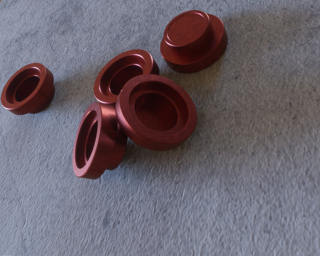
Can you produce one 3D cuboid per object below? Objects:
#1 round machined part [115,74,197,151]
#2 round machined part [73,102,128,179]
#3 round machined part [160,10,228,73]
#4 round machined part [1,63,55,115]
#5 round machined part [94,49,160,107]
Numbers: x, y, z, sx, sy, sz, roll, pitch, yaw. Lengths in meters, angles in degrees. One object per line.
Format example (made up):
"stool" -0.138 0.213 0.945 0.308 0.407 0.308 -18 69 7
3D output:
"round machined part" -0.008 -0.015 0.383 0.042 0.099 0.098 127 148 -52
"round machined part" -0.076 0.018 0.401 0.098 0.042 0.098 -33 50 50
"round machined part" 0.044 -0.131 0.449 0.098 0.042 0.098 -13 56 20
"round machined part" -0.227 -0.064 0.549 0.098 0.042 0.098 -13 56 20
"round machined part" -0.044 -0.064 0.450 0.098 0.042 0.098 -16 51 22
